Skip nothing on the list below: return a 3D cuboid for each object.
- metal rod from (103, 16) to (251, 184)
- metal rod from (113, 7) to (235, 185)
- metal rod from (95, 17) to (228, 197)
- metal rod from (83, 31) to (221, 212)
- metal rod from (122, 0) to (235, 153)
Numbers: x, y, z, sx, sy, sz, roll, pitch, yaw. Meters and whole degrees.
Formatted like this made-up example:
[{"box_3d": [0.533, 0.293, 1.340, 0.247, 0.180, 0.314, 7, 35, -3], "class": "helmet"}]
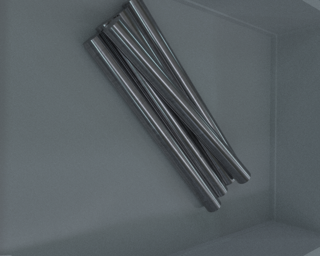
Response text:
[{"box_3d": [0.039, -0.017, 0.404, 0.300, 0.025, 0.025, 46, 63, -30], "class": "metal rod"}, {"box_3d": [0.030, -0.026, 0.430, 0.025, 0.025, 0.300, -51, 120, -28], "class": "metal rod"}, {"box_3d": [0.016, -0.010, 0.418, 0.025, 0.025, 0.300, -51, 120, -28], "class": "metal rod"}, {"box_3d": [0.004, 0.010, 0.408, 0.025, 0.025, 0.300, -51, 120, -28], "class": "metal rod"}, {"box_3d": [0.043, -0.046, 0.440, 0.025, 0.025, 0.300, -51, 120, -28], "class": "metal rod"}]
